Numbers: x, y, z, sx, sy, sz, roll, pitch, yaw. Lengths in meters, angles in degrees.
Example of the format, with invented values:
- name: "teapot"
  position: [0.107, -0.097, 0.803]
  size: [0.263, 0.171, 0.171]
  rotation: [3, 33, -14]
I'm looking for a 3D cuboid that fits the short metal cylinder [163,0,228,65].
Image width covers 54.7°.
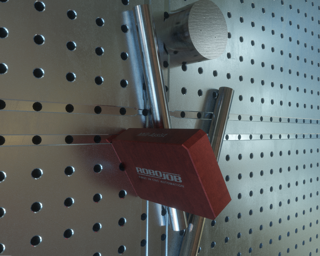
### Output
- name: "short metal cylinder"
  position: [0.050, -0.133, 0.437]
  size: [0.081, 0.050, 0.079]
  rotation: [0, 90, -40]

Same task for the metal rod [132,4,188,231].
- name: "metal rod"
  position: [0.002, -0.007, 0.412]
  size: [0.025, 0.025, 0.298]
  rotation: [-17, 101, -39]

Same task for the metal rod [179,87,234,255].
- name: "metal rod"
  position: [0.069, 0.079, 0.469]
  size: [0.025, 0.025, 0.299]
  rotation: [25, 74, -38]

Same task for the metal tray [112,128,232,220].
- name: "metal tray"
  position: [0.008, 0.046, 0.349]
  size: [0.030, 0.130, 0.090]
  rotation: [-37, 113, -34]
